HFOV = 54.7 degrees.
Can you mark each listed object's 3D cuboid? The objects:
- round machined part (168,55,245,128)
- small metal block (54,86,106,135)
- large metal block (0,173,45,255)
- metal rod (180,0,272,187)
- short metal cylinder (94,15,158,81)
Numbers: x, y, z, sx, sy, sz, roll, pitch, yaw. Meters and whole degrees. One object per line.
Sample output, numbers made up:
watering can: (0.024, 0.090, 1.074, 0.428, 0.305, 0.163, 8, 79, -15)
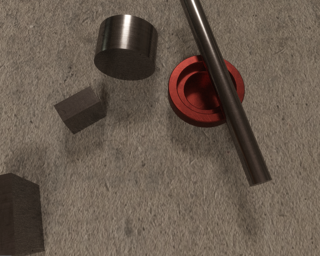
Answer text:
round machined part: (0.060, -0.046, 0.417, 0.099, 0.042, 0.098, 0, 70, -1)
small metal block: (-0.102, -0.022, 0.402, 0.050, 0.050, 0.025, -31, 73, -11)
large metal block: (-0.169, 0.101, 0.340, 0.050, 0.080, 0.080, -11, 71, -4)
metal rod: (0.072, -0.074, 0.391, 0.025, 0.025, 0.299, -15, 71, -6)
short metal cylinder: (-0.045, -0.105, 0.417, 0.081, 0.080, 0.050, 4, 70, 1)
